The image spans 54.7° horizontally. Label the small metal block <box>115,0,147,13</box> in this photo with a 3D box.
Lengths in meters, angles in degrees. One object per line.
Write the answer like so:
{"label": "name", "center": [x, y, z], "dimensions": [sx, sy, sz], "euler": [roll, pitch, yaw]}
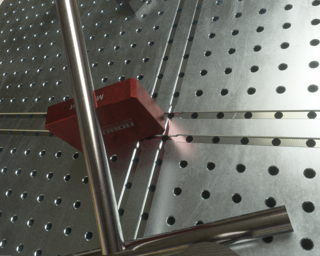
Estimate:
{"label": "small metal block", "center": [-0.051, -0.251, 0.587], "dimensions": [0.050, 0.025, 0.050], "euler": [35, 81, 38]}

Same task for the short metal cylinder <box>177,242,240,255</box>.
{"label": "short metal cylinder", "center": [0.050, 0.148, 0.275], "dimensions": [0.080, 0.050, 0.080], "euler": [-13, 56, 20]}

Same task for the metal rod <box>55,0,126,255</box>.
{"label": "metal rod", "center": [-0.081, -0.015, 0.347], "dimensions": [0.025, 0.025, 0.298], "euler": [-16, 80, 19]}

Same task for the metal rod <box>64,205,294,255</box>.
{"label": "metal rod", "center": [-0.015, 0.131, 0.334], "dimensions": [0.301, 0.025, 0.025], "euler": [-19, 55, 16]}

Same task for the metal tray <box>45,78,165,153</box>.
{"label": "metal tray", "center": [-0.070, -0.010, 0.407], "dimensions": [0.130, 0.090, 0.030], "euler": [-16, 56, 18]}
